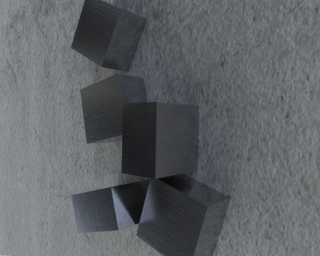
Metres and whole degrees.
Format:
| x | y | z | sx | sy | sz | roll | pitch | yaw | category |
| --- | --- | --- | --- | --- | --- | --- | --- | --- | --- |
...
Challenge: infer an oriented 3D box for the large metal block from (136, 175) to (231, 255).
| x | y | z | sx | sy | sz | roll | pitch | yaw | category |
| --- | --- | --- | --- | --- | --- | --- | --- | --- | --- |
| 0.026 | 0.105 | 0.366 | 0.080 | 0.050 | 0.079 | 22 | 104 | 37 | large metal block |

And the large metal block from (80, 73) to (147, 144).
| x | y | z | sx | sy | sz | roll | pitch | yaw | category |
| --- | --- | --- | --- | --- | --- | --- | --- | --- | --- |
| -0.063 | -0.024 | 0.439 | 0.080 | 0.050 | 0.080 | -14 | 81 | 39 | large metal block |

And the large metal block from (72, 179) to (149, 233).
| x | y | z | sx | sy | sz | roll | pitch | yaw | category |
| --- | --- | --- | --- | --- | --- | --- | --- | --- | --- |
| -0.057 | 0.103 | 0.414 | 0.080 | 0.081 | 0.050 | -19 | 78 | 38 | large metal block |

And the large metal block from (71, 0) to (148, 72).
| x | y | z | sx | sy | sz | roll | pitch | yaw | category |
| --- | --- | --- | --- | --- | --- | --- | --- | --- | --- |
| -0.075 | -0.136 | 0.449 | 0.080 | 0.050 | 0.079 | 35 | 111 | 34 | large metal block |

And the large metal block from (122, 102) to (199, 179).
| x | y | z | sx | sy | sz | roll | pitch | yaw | category |
| --- | --- | --- | --- | --- | --- | --- | --- | --- | --- |
| 0.002 | 0.012 | 0.366 | 0.050 | 0.081 | 0.079 | 2 | 91 | 40 | large metal block |
